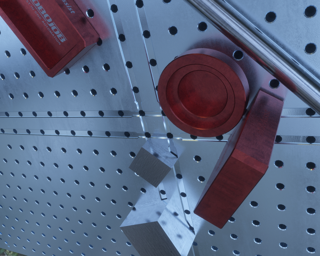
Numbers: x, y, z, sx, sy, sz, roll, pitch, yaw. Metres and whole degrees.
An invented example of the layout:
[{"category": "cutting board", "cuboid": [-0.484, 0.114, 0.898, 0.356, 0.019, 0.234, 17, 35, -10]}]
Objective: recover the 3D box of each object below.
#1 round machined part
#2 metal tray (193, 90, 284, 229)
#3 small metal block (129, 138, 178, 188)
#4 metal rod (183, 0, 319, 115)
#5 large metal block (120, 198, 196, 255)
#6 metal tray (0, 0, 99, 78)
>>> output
[{"category": "round machined part", "cuboid": [0.051, -0.041, 0.347, 0.098, 0.042, 0.097, 13, 124, 20]}, {"category": "metal tray", "cuboid": [0.083, 0.027, 0.316, 0.030, 0.131, 0.089, 29, 128, 9]}, {"category": "small metal block", "cuboid": [-0.010, 0.051, 0.446, 0.050, 0.025, 0.050, 36, 129, 4]}, {"category": "metal rod", "cuboid": [0.097, -0.082, 0.308, 0.300, 0.025, 0.025, 40, 129, 0]}, {"category": "large metal block", "cuboid": [-0.003, 0.167, 0.498, 0.080, 0.050, 0.080, -21, 107, 35]}, {"category": "metal tray", "cuboid": [-0.150, -0.141, 0.397, 0.090, 0.030, 0.130, -28, 104, 37]}]
